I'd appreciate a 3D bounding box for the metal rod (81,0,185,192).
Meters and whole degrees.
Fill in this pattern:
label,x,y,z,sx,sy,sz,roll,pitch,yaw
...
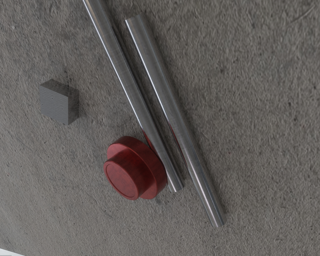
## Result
label,x,y,z,sx,sy,sz,roll,pitch,yaw
metal rod,-0.032,-0.045,0.395,0.025,0.025,0.299,-11,113,32

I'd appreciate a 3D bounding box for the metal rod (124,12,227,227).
label,x,y,z,sx,sy,sz,roll,pitch,yaw
metal rod,0.028,0.005,0.395,0.025,0.025,0.299,-11,113,32

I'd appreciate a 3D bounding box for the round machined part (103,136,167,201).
label,x,y,z,sx,sy,sz,roll,pitch,yaw
round machined part,-0.042,0.063,0.441,0.098,0.042,0.097,28,138,29

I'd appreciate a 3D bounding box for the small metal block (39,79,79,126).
label,x,y,z,sx,sy,sz,roll,pitch,yaw
small metal block,-0.150,-0.039,0.462,0.050,0.025,0.050,22,127,14
